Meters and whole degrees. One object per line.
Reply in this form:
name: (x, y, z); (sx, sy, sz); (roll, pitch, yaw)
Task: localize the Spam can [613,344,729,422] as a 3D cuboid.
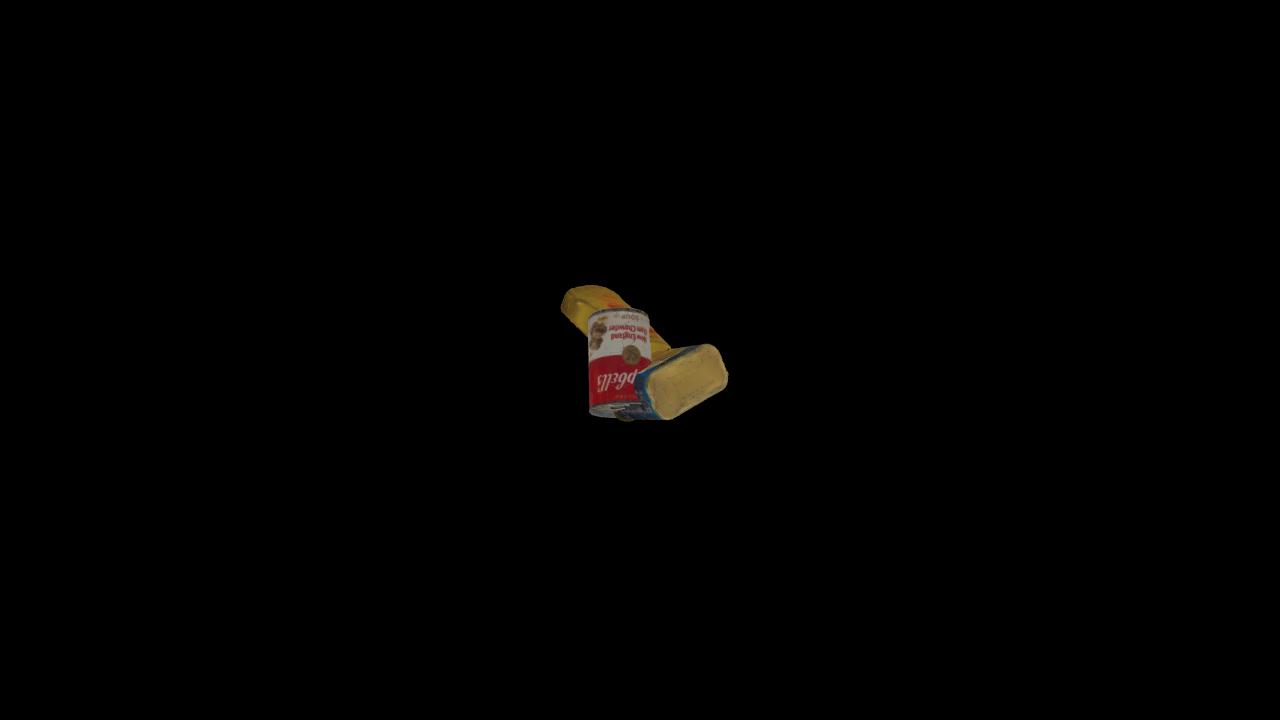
Spam can: (0.028, 0.023, 0.639); (0.101, 0.058, 0.085); (-27, 9, -30)

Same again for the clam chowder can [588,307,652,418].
clam chowder can: (-0.021, 0.004, 0.638); (0.068, 0.102, 0.068); (-3, -17, -1)

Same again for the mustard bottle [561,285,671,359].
mustard bottle: (-0.014, -0.022, 0.713); (0.092, 0.054, 0.184); (13, 24, -44)
